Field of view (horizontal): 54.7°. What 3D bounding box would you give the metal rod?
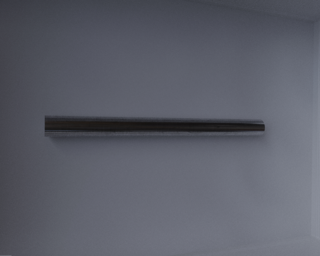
[{"bbox_3d":[0.008,-0.001,0.412,0.303,0.025,0.025,0,90,-21],"label":"metal rod"}]
